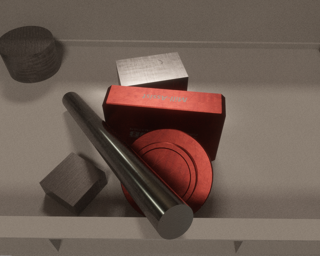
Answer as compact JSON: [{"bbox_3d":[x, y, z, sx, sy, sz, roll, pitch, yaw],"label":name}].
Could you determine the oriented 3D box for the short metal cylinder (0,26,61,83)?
[{"bbox_3d":[-0.202,-0.115,0.483,0.081,0.050,0.080,0,50,0],"label":"short metal cylinder"}]

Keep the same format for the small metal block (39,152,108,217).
[{"bbox_3d":[-0.097,0.063,0.351,0.050,0.025,0.050,27,55,21],"label":"small metal block"}]

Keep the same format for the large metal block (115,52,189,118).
[{"bbox_3d":[-0.011,-0.048,0.409,0.081,0.080,0.050,-10,51,-9],"label":"large metal block"}]

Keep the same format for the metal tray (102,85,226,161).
[{"bbox_3d":[0.005,-0.003,0.364,0.131,0.089,0.030,5,49,4],"label":"metal tray"}]

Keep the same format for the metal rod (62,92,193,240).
[{"bbox_3d":[-0.058,0.009,0.315,0.025,0.025,0.300,-24,29,-19],"label":"metal rod"}]

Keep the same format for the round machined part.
[{"bbox_3d":[0.005,0.049,0.321,0.098,0.042,0.097,-1,85,10],"label":"round machined part"}]
